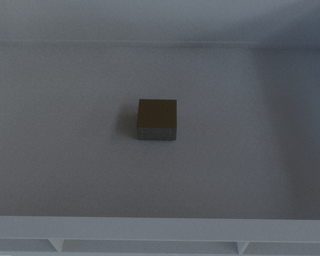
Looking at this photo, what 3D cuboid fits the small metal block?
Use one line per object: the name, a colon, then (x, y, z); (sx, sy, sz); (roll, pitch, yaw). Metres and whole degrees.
small metal block: (-0.003, -0.011, 0.410); (0.050, 0.025, 0.050); (1, 50, 1)
